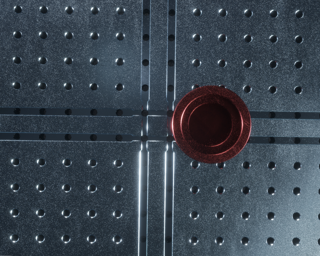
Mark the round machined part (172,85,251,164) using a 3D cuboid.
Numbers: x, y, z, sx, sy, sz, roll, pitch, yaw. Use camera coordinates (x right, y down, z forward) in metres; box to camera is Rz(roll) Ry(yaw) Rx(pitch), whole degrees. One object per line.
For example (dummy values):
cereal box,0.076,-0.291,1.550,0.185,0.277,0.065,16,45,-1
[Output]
round machined part,0.064,-0.004,0.405,0.099,0.042,0.097,0,90,0
